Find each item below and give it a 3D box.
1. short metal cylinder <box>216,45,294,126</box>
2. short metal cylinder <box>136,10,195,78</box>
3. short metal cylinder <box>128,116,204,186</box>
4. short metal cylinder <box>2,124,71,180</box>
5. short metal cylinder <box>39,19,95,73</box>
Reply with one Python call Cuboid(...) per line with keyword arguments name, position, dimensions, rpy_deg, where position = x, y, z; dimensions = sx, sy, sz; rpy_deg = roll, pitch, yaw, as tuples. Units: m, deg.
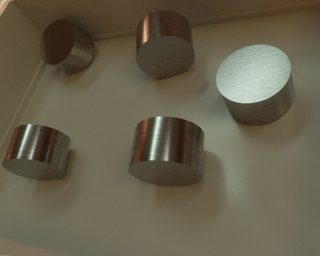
Cuboid(name="short metal cylinder", position=(0.112, -0.049, 0.361), dimensions=(0.080, 0.050, 0.080), rpy_deg=(-13, 56, 20))
Cuboid(name="short metal cylinder", position=(0.006, -0.116, 0.437), dimensions=(0.080, 0.080, 0.050), rpy_deg=(-15, 56, 19))
Cuboid(name="short metal cylinder", position=(0.008, 0.029, 0.347), dimensions=(0.080, 0.080, 0.050), rpy_deg=(-7, 59, 24))
Cuboid(name="short metal cylinder", position=(-0.171, 0.036, 0.435), dimensions=(0.080, 0.080, 0.050), rpy_deg=(-9, 58, 23))
Cuboid(name="short metal cylinder", position=(-0.163, -0.142, 0.543), dimensions=(0.080, 0.050, 0.080), rpy_deg=(-4, 81, 27))
